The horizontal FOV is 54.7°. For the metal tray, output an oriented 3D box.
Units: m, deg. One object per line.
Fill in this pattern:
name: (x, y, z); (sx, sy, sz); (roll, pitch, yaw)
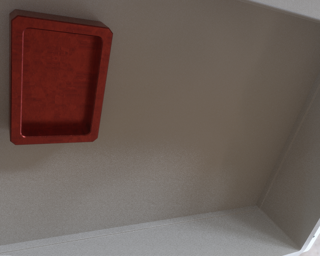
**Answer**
metal tray: (-0.105, -0.047, 0.319); (0.091, 0.030, 0.129); (-1, 119, -28)
